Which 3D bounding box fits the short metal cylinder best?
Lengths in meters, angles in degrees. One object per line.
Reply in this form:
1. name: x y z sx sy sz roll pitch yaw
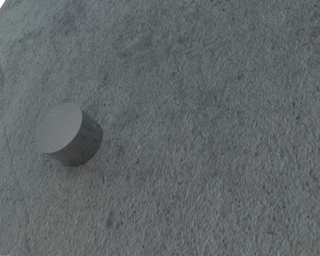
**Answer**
1. short metal cylinder: -0.131 0.010 0.452 0.080 0.050 0.080 -13 56 21
